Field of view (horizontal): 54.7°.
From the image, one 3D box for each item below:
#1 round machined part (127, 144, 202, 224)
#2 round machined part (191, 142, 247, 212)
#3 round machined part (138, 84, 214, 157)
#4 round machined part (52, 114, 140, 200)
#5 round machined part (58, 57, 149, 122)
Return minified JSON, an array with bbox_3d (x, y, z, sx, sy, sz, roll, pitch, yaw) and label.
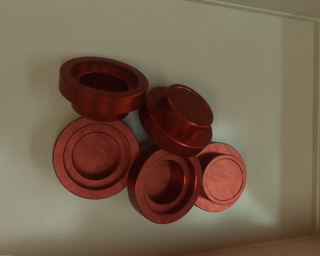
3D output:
[{"bbox_3d":[0.002,0.066,0.389,0.099,0.042,0.097,-5,99,-33],"label":"round machined part"},{"bbox_3d":[0.079,0.068,0.430,0.099,0.042,0.097,0,90,-21],"label":"round machined part"},{"bbox_3d":[0.026,-0.016,0.381,0.099,0.042,0.098,24,40,-22],"label":"round machined part"},{"bbox_3d":[-0.077,0.033,0.371,0.099,0.042,0.097,0,90,-21],"label":"round machined part"},{"bbox_3d":[-0.066,-0.042,0.357,0.099,0.098,0.042,3,125,-20],"label":"round machined part"}]
